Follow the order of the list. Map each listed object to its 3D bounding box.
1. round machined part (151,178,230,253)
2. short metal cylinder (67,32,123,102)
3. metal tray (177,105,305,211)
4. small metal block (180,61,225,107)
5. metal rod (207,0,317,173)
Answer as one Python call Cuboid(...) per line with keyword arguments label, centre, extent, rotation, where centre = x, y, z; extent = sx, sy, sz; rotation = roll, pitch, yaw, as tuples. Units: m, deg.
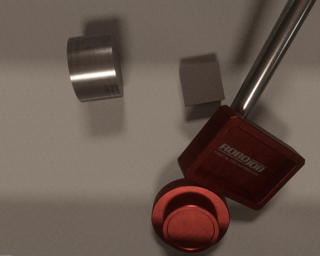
Cuboid(label="round machined part", centre=(0.038, 0.116, 0.390), extent=(0.099, 0.042, 0.097), rotation=(1, 108, 3))
Cuboid(label="short metal cylinder", centre=(-0.077, -0.074, 0.383), extent=(0.050, 0.080, 0.080), rotation=(-8, 90, 0))
Cuboid(label="metal tray", centre=(0.098, 0.040, 0.371), extent=(0.131, 0.030, 0.090), rotation=(28, 109, -26))
Cuboid(label="small metal block", centre=(0.055, -0.057, 0.412), extent=(0.050, 0.025, 0.050), rotation=(-10, 90, -1))
Cuboid(label="metal rod", centre=(0.107, -0.047, 0.358), extent=(0.025, 0.025, 0.298), rotation=(25, 112, -1))
